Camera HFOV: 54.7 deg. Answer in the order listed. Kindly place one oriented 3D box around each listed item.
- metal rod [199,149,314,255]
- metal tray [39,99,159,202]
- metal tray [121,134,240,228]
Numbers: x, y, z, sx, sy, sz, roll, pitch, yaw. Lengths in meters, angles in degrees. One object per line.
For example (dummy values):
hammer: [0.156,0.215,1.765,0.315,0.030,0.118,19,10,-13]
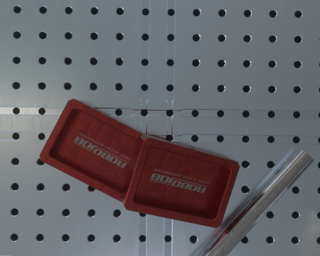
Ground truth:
metal rod: [0.093,0.146,0.414,0.025,0.025,0.300,43,90,0]
metal tray: [-0.077,0.030,0.410,0.130,0.030,0.090,27,90,0]
metal tray: [0.026,0.068,0.392,0.131,0.030,0.089,16,93,-16]
